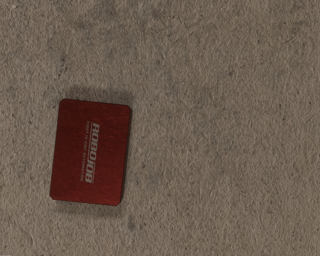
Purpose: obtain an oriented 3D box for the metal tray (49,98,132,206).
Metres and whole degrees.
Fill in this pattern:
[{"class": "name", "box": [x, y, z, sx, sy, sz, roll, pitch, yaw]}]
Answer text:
[{"class": "metal tray", "box": [-0.089, 0.031, 0.406, 0.091, 0.030, 0.129, 6, 90, -1]}]
